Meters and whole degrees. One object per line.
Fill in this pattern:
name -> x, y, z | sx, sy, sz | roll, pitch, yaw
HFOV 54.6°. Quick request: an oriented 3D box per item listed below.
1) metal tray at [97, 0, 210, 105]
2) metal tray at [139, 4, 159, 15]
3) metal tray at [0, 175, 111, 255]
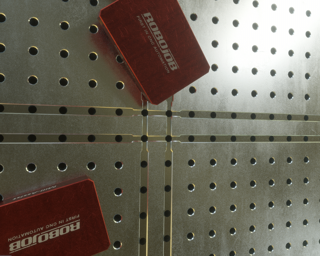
metal tray -> -0.006, -0.106, 0.388 | 0.090, 0.030, 0.130 | -33, 111, -6
metal tray -> -0.038, -0.220, 0.395 | 0.130, 0.030, 0.090 | 31, 80, -17
metal tray -> -0.133, 0.118, 0.361 | 0.131, 0.030, 0.090 | -15, 95, -19
